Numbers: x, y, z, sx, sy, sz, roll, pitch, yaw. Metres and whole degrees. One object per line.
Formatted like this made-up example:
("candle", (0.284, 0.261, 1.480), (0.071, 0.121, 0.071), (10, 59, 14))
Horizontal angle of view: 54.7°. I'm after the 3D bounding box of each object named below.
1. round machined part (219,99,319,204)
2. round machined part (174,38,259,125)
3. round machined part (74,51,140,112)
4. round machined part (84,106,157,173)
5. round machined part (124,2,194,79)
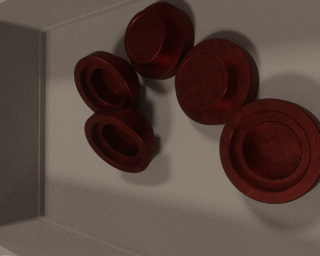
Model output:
("round machined part", (0.112, 0.021, 0.303), (0.098, 0.042, 0.097), (0, 90, 39))
("round machined part", (0.056, -0.052, 0.348), (0.098, 0.042, 0.097), (0, 90, 39))
("round machined part", (-0.067, -0.061, 0.430), (0.098, 0.042, 0.097), (21, 134, 24))
("round machined part", (-0.048, 0.010, 0.412), (0.098, 0.042, 0.097), (19, 136, 20))
("round machined part", (-0.008, -0.113, 0.401), (0.098, 0.042, 0.097), (0, 90, 39))
